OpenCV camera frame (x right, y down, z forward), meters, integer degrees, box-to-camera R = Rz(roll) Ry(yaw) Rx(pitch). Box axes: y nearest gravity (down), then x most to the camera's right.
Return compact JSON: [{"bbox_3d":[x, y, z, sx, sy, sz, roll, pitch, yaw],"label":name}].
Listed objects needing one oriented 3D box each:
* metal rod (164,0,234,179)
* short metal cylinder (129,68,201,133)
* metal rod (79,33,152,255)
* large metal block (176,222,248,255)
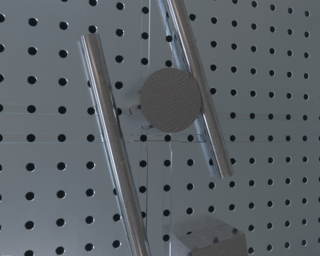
[{"bbox_3d":[0.050,-0.073,0.431,0.025,0.025,0.298,-20,97,-19],"label":"metal rod"},{"bbox_3d":[0.006,-0.034,0.402,0.081,0.050,0.079,0,90,-20],"label":"short metal cylinder"},{"bbox_3d":[-0.054,0.033,0.392,0.025,0.025,0.298,-14,95,-20],"label":"metal rod"},{"bbox_3d":[0.074,0.187,0.427,0.081,0.050,0.079,-10,94,-20],"label":"large metal block"}]
